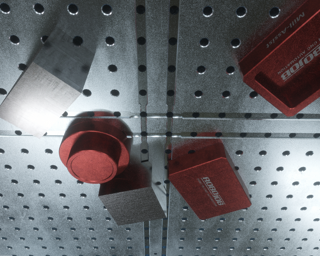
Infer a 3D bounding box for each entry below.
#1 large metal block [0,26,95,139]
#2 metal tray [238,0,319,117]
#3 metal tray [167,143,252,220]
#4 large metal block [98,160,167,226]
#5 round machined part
[{"bbox_3d":[-0.120,-0.049,0.333,0.050,0.080,0.080,35,122,-26],"label":"large metal block"},{"bbox_3d":[0.165,-0.080,0.341,0.090,0.030,0.129,32,123,-24],"label":"metal tray"},{"bbox_3d":[0.079,0.088,0.484,0.090,0.030,0.130,-22,127,17],"label":"metal tray"},{"bbox_3d":[-0.039,0.103,0.482,0.080,0.050,0.080,-12,129,10],"label":"large metal block"},{"bbox_3d":[-0.092,0.041,0.434,0.099,0.042,0.097,-1,130,0],"label":"round machined part"}]
